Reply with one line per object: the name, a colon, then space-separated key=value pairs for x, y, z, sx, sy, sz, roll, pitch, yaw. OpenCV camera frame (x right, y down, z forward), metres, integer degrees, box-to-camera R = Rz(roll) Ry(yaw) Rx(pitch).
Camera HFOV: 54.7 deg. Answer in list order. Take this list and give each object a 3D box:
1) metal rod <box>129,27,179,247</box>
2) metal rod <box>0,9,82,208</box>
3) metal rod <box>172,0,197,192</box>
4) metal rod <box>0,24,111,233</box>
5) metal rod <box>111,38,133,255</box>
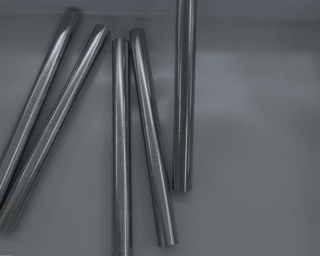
metal rod: x=-0.012 y=-0.003 z=0.410 sx=0.025 sy=0.025 sz=0.299 roll=-8 pitch=70 yaw=-3
metal rod: x=-0.168 y=-0.035 z=0.420 sx=0.025 sy=0.025 sz=0.299 roll=14 pitch=70 yaw=4
metal rod: x=0.030 y=-0.073 z=0.373 sx=0.025 sy=0.025 sz=0.298 roll=1 pitch=94 yaw=0
metal rod: x=-0.134 y=-0.014 z=0.412 sx=0.025 sy=0.025 sz=0.300 roll=18 pitch=71 yaw=6
metal rod: x=-0.050 y=0.015 z=0.403 sx=0.025 sy=0.025 sz=0.299 roll=-3 pitch=70 yaw=-1
